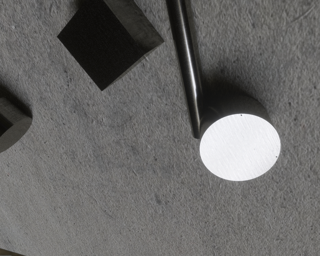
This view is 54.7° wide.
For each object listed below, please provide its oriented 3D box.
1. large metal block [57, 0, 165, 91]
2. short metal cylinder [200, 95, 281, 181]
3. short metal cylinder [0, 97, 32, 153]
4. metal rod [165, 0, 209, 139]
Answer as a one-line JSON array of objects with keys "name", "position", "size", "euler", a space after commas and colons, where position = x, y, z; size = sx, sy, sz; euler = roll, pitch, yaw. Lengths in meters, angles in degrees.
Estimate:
[{"name": "large metal block", "position": [-0.057, -0.103, 0.357], "size": [0.080, 0.050, 0.080], "euler": [-32, 101, 38]}, {"name": "short metal cylinder", "position": [0.084, 0.010, 0.338], "size": [0.080, 0.050, 0.079], "euler": [3, 117, 5]}, {"name": "short metal cylinder", "position": [-0.259, -0.004, 0.505], "size": [0.050, 0.080, 0.080], "euler": [42, 129, 0]}, {"name": "metal rod", "position": [0.020, -0.123, 0.319], "size": [0.025, 0.025, 0.298], "euler": [0, 119, 28]}]
